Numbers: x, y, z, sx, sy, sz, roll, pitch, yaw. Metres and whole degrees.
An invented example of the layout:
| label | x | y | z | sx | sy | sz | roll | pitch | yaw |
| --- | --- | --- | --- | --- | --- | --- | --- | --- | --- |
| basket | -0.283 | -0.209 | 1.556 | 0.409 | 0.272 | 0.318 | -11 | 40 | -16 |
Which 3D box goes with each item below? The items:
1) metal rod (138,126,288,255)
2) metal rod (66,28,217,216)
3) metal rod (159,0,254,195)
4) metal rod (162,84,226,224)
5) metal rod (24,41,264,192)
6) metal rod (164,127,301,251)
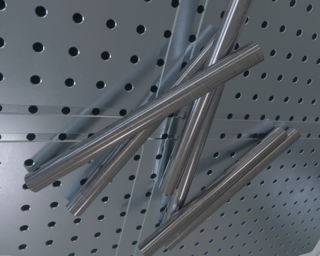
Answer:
| label | x | y | z | sx | sy | sz | roll | pitch | yaw |
| --- | --- | --- | --- | --- | --- | --- | --- | --- | --- |
| metal rod | 0.091 | 0.097 | 0.496 | 0.301 | 0.025 | 0.025 | -38 | 130 | -12 |
| metal rod | -0.017 | -0.003 | 0.398 | 0.299 | 0.025 | 0.025 | -49 | 129 | 6 |
| metal rod | 0.050 | -0.027 | 0.395 | 0.025 | 0.025 | 0.298 | -1 | 127 | -28 |
| metal rod | 0.048 | 0.040 | 0.461 | 0.025 | 0.025 | 0.298 | 1 | 118 | -29 |
| metal rod | -0.023 | -0.009 | 0.353 | 0.300 | 0.025 | 0.025 | -30 | 130 | 6 |
| metal rod | 0.124 | 0.106 | 0.542 | 0.300 | 0.025 | 0.025 | -41 | 129 | 0 |
